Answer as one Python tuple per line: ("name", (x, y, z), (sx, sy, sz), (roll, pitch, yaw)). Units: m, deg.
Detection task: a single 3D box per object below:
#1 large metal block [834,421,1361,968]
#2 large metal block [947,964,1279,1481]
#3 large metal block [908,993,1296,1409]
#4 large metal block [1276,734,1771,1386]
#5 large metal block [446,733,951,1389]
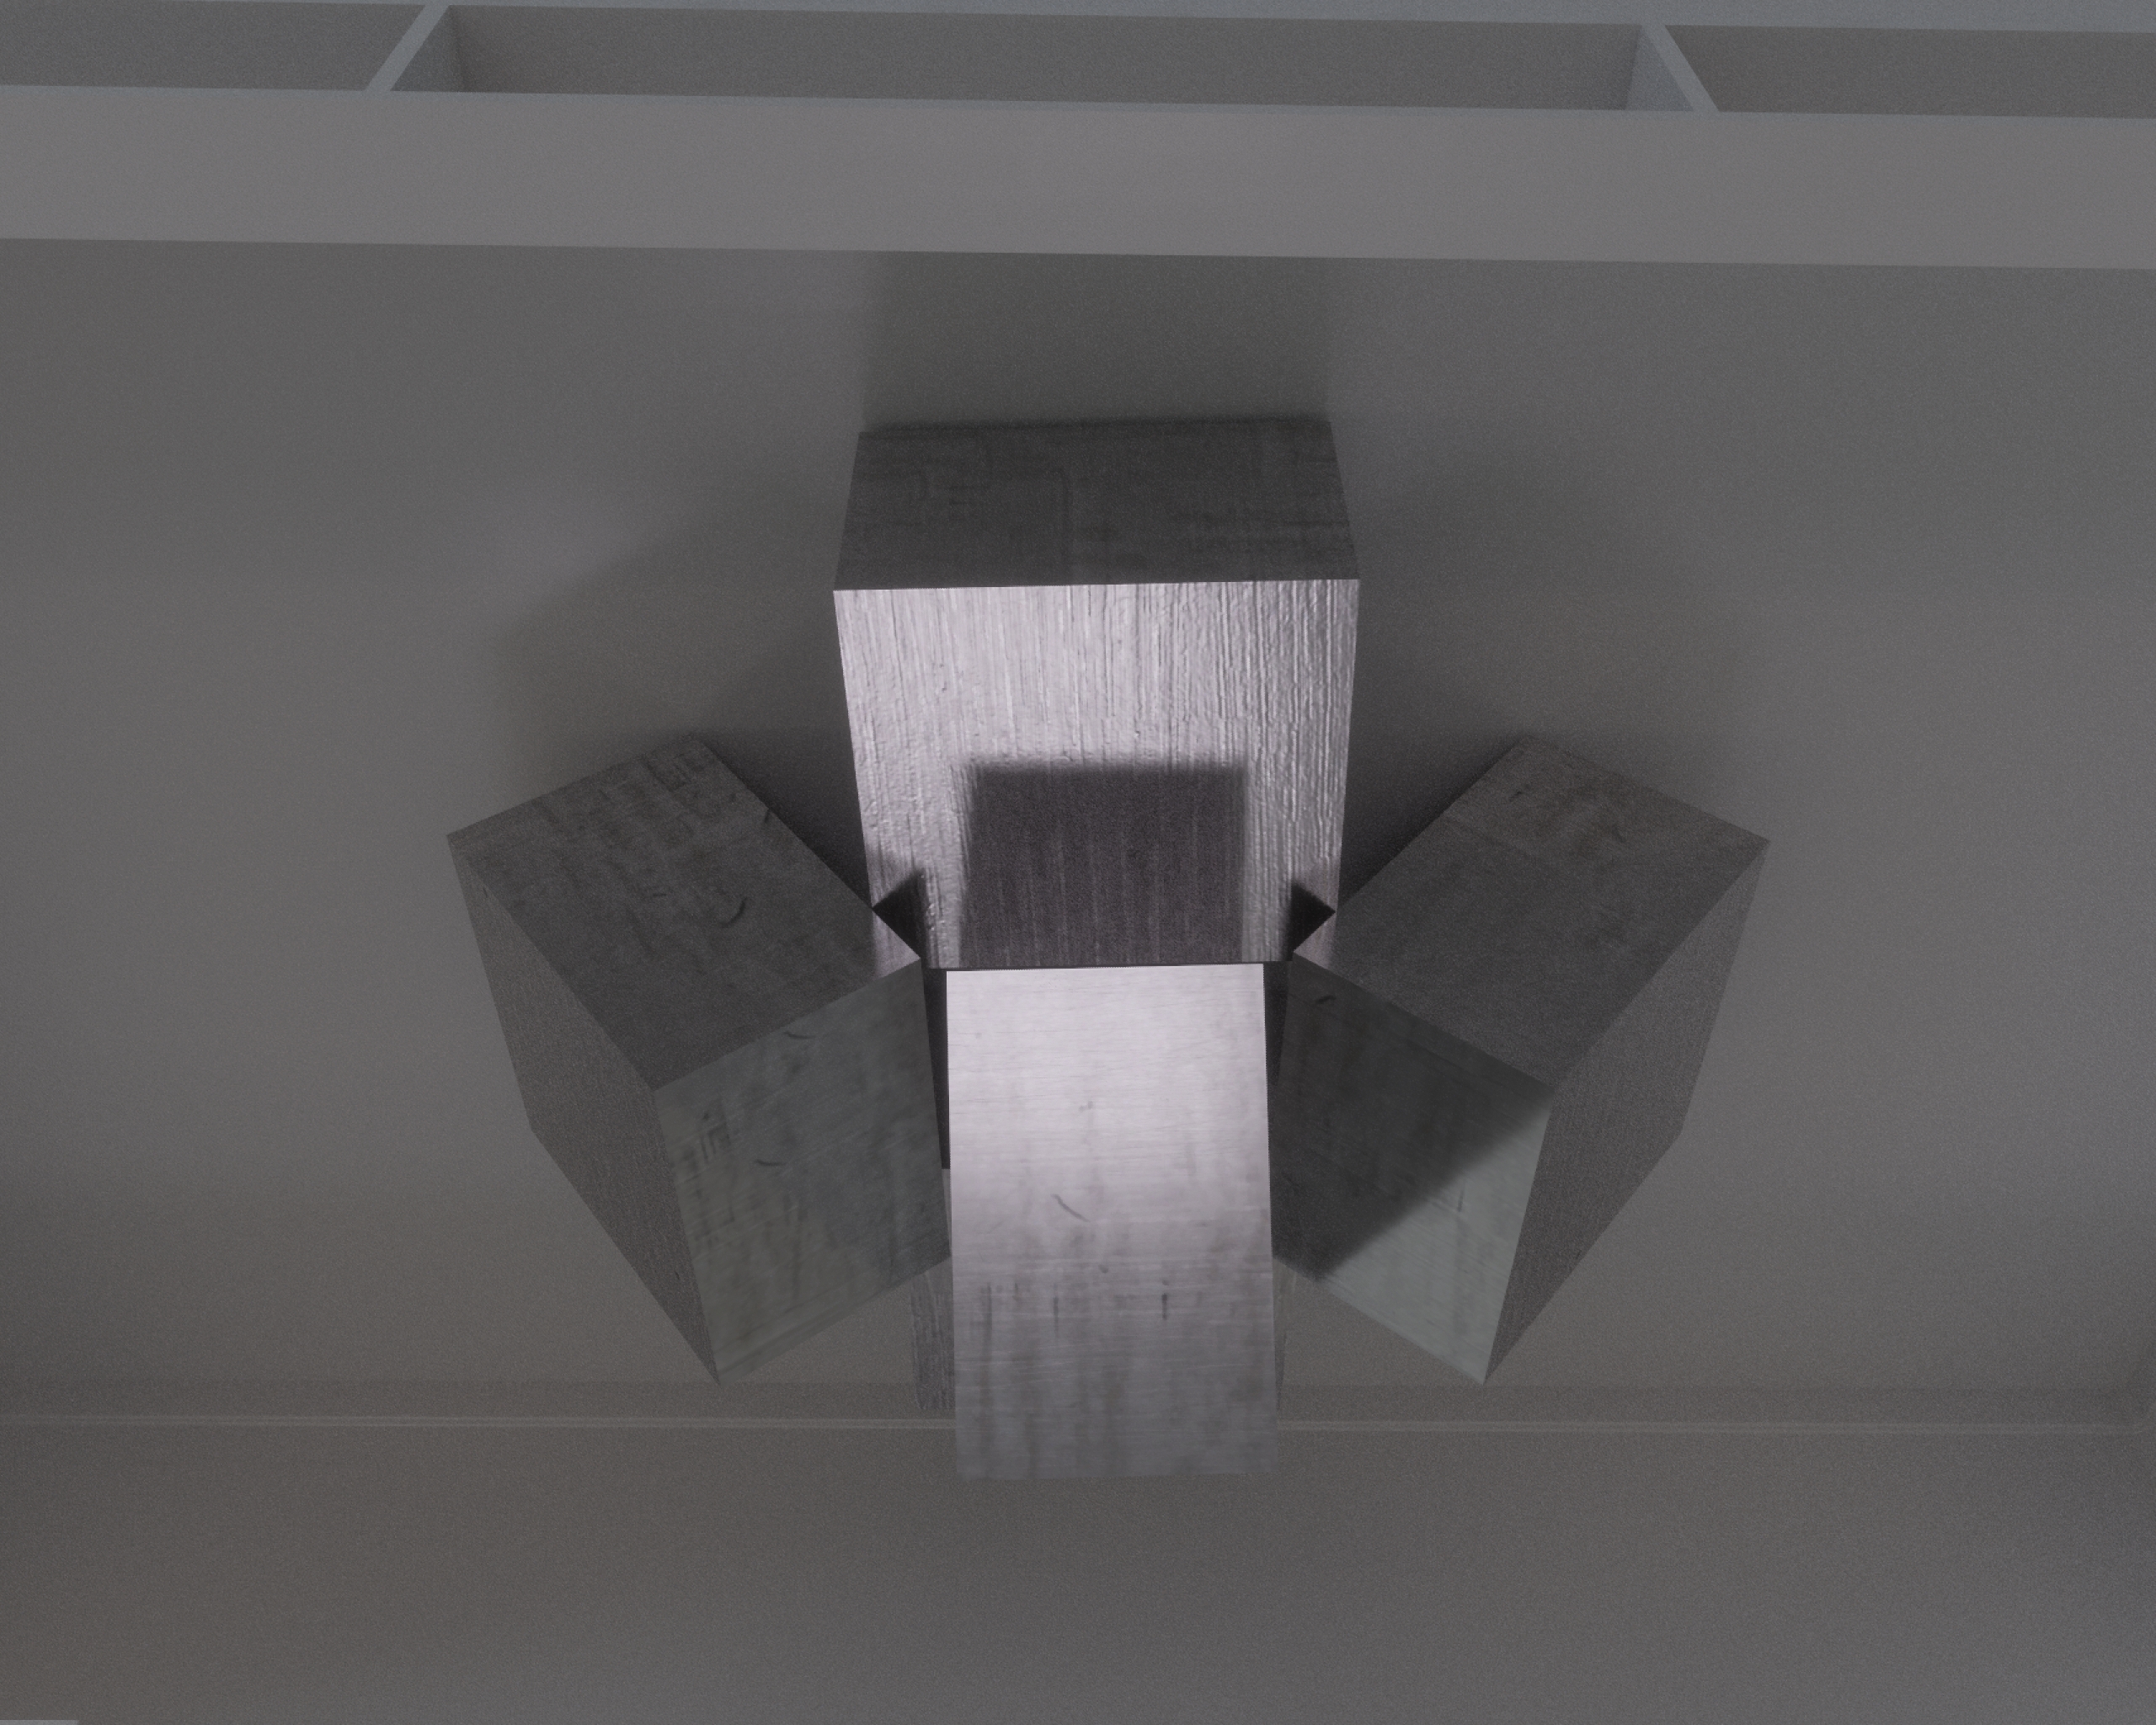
("large metal block", (0.004, -0.028, 0.363), (0.080, 0.050, 0.079), (-1, 130, 1))
("large metal block", (0.005, 0.059, 0.369), (0.050, 0.080, 0.080), (-1, 86, -1))
("large metal block", (0.005, 0.075, 0.455), (0.081, 0.050, 0.079), (0, 130, -1))
("large metal block", (0.081, 0.036, 0.393), (0.050, 0.080, 0.079), (28, 137, 28))
("large metal block", (-0.070, 0.036, 0.391), (0.050, 0.080, 0.079), (-27, 137, -26))
